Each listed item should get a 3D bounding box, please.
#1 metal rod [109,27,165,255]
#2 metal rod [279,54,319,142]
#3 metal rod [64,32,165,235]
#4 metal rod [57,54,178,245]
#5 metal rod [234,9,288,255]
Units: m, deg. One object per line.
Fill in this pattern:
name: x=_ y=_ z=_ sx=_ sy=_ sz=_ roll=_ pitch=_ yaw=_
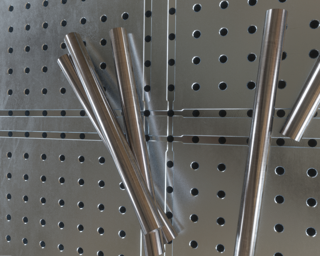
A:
metal rod: x=-0.032 y=0.010 z=0.408 sx=0.025 sy=0.025 sz=0.299 roll=-14 pitch=79 yaw=19
metal rod: x=0.212 y=-0.123 z=0.337 sx=0.025 sy=0.025 sz=0.299 roll=27 pitch=99 yaw=18
metal rod: x=-0.068 y=-0.009 z=0.404 sx=0.025 sy=0.025 sz=0.299 roll=-34 pitch=67 yaw=17
metal rod: x=-0.064 y=0.022 z=0.435 sx=0.025 sy=0.025 sz=0.299 roll=-35 pitch=79 yaw=17
metal rod: x=0.119 y=0.012 z=0.370 sx=0.025 sy=0.025 sz=0.298 roll=8 pitch=93 yaw=20
